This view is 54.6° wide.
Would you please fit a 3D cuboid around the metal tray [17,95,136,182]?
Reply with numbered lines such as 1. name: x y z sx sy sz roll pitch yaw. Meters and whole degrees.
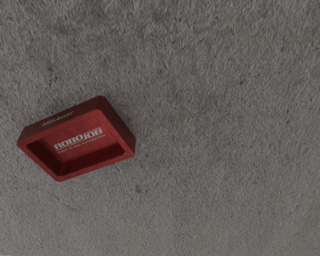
1. metal tray: -0.110 0.019 0.418 0.130 0.030 0.090 -20 127 16
